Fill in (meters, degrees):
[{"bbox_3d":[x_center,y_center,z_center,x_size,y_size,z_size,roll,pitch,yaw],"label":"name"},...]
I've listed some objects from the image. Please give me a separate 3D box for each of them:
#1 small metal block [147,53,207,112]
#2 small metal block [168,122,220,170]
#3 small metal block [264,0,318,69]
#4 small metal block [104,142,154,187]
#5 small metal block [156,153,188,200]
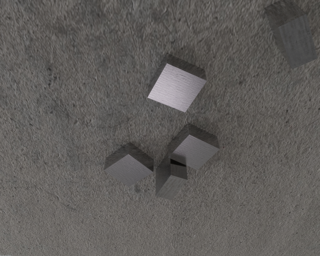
[{"bbox_3d":[0.019,-0.052,0.363,0.050,0.025,0.050,20,127,-17],"label":"small metal block"},{"bbox_3d":[0.046,0.026,0.430,0.050,0.025,0.050,26,126,-20],"label":"small metal block"},{"bbox_3d":[0.131,-0.096,0.310,0.025,0.050,0.050,-23,127,18],"label":"small metal block"},{"bbox_3d":[-0.045,0.054,0.453,0.050,0.025,0.050,-34,123,25],"label":"small metal block"},{"bbox_3d":[0.016,0.067,0.448,0.025,0.050,0.050,19,127,-16],"label":"small metal block"}]
